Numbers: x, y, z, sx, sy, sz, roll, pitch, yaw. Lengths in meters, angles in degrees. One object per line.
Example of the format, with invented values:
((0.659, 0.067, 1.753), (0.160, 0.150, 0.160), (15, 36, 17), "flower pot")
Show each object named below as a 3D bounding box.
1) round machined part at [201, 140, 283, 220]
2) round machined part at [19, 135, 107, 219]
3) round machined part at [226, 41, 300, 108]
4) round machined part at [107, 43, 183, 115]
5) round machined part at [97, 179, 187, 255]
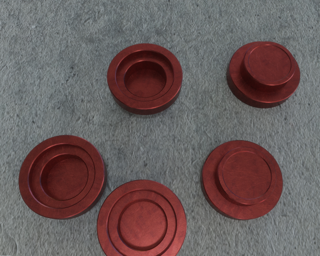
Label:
((0.101, 0.061, 0.377), (0.099, 0.042, 0.098), (0, 70, 0), "round machined part")
((-0.113, 0.061, 0.376), (0.099, 0.042, 0.098), (0, 70, 0), "round machined part")
((0.145, -0.080, 0.429), (0.099, 0.042, 0.098), (0, 70, 0), "round machined part")
((-0.020, -0.062, 0.422), (0.099, 0.042, 0.098), (0, 70, 0), "round machined part")
((-0.020, 0.112, 0.358), (0.099, 0.042, 0.098), (0, 70, 0), "round machined part")
